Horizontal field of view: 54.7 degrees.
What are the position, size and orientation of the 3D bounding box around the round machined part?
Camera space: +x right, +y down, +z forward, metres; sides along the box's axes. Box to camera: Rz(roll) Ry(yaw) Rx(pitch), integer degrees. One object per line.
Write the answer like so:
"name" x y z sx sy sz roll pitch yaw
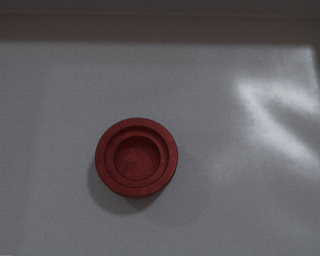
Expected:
"round machined part" -0.028 0.040 0.386 0.099 0.042 0.098 0 70 -1
